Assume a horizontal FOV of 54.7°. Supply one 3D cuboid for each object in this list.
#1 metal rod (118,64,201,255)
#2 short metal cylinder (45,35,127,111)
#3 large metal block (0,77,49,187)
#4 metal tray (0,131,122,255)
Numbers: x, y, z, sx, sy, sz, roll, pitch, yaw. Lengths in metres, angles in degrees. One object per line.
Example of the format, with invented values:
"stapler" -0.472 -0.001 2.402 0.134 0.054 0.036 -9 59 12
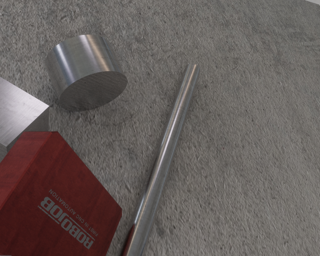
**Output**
"metal rod" 0.010 0.021 0.395 0.025 0.025 0.300 28 52 -11
"short metal cylinder" -0.085 -0.062 0.360 0.081 0.080 0.050 -14 69 -34
"large metal block" -0.151 -0.001 0.281 0.080 0.080 0.050 31 51 2
"metal tray" -0.085 0.076 0.256 0.130 0.030 0.090 64 36 -42
